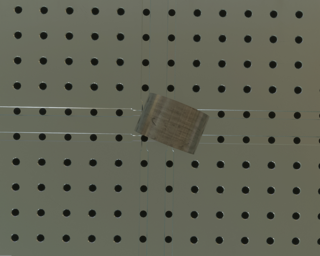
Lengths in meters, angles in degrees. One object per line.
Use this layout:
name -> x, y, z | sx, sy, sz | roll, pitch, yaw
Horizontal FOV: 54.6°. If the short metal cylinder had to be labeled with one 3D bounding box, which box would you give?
short metal cylinder -> 0.015, -0.005, 0.386 | 0.080, 0.080, 0.050 | 22, 90, 0
